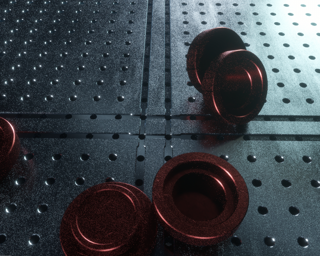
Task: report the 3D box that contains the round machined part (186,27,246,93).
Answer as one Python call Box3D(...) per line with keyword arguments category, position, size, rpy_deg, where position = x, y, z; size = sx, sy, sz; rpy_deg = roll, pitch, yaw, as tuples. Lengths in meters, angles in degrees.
Box3D(category="round machined part", position=(0.078, -0.094, 0.453), size=(0.099, 0.098, 0.042), rpy_deg=(-31, 21, -23))

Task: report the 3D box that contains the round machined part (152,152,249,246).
Box3D(category="round machined part", position=(0.041, 0.077, 0.332), size=(0.099, 0.042, 0.098), rpy_deg=(1, 50, -1))

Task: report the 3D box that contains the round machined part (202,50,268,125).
Box3D(category="round machined part", position=(0.096, -0.055, 0.420), size=(0.099, 0.098, 0.042), rpy_deg=(-31, 21, -23))

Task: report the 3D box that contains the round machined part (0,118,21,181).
Box3D(category="round machined part", position=(-0.216, 0.034, 0.366), size=(0.099, 0.042, 0.098), rpy_deg=(0, 50, 0))

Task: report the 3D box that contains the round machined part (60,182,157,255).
Box3D(category="round machined part", position=(-0.052, 0.097, 0.314), size=(0.099, 0.042, 0.098), rpy_deg=(0, 50, 0))
